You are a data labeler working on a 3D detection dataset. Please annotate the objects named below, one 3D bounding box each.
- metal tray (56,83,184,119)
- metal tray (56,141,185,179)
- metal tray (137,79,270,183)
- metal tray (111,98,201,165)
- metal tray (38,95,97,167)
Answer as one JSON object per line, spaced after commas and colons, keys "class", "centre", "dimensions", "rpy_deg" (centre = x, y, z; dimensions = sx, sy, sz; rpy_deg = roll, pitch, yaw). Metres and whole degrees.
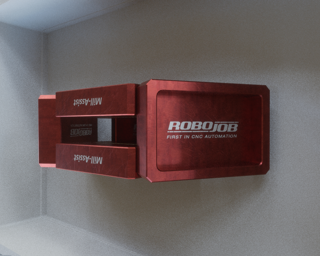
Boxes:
{"class": "metal tray", "centre": [-0.048, -0.027, 0.362], "dimensions": [0.130, 0.091, 0.030], "rpy_deg": [1, 90, 40]}
{"class": "metal tray", "centre": [-0.048, 0.033, 0.363], "dimensions": [0.130, 0.091, 0.030], "rpy_deg": [0, 90, 39]}
{"class": "metal tray", "centre": [0.044, 0.002, 0.301], "dimensions": [0.030, 0.131, 0.089], "rpy_deg": [-179, 88, -69]}
{"class": "metal tray", "centre": [-0.009, 0.003, 0.410], "dimensions": [0.130, 0.030, 0.089], "rpy_deg": [0, 90, 39]}
{"class": "metal tray", "centre": [-0.126, 0.003, 0.443], "dimensions": [0.030, 0.130, 0.089], "rpy_deg": [0, 91, 8]}
